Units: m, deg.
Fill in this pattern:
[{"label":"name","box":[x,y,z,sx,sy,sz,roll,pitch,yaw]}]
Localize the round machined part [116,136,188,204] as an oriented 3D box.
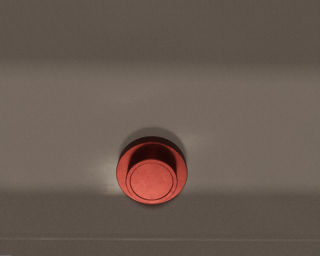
[{"label":"round machined part","box":[-0.011,0.064,0.426,0.099,0.042,0.097,0,110,-1]}]
